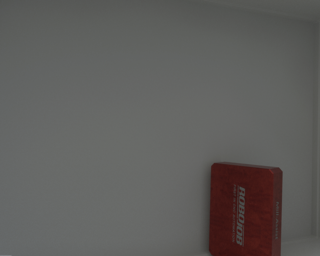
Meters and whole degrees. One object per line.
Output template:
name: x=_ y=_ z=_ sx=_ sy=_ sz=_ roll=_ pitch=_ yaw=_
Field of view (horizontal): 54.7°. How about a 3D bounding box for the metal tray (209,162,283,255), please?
metal tray: x=0.113 y=0.115 z=0.417 sx=0.030 sy=0.090 sz=0.129 roll=2 pitch=89 yaw=-47
